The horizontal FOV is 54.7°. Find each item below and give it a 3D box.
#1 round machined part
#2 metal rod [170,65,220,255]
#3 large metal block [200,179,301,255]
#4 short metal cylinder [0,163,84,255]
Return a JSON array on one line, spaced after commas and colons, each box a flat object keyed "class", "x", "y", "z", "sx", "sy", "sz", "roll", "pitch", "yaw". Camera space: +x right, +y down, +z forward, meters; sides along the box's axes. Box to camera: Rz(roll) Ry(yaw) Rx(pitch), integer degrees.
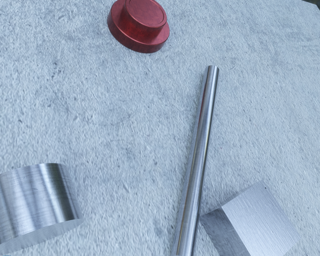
[{"class": "round machined part", "x": -0.029, "y": -0.168, "z": 0.481, "sx": 0.099, "sy": 0.042, "sz": 0.098, "roll": 14, "pitch": 56, "yaw": -21}, {"class": "metal rod", "x": 0.055, "y": 0.023, "z": 0.420, "sx": 0.025, "sy": 0.025, "sz": 0.300, "roll": 25, "pitch": 53, "yaw": -13}, {"class": "large metal block", "x": 0.107, "y": 0.121, "z": 0.374, "sx": 0.081, "sy": 0.050, "sz": 0.080, "roll": -20, "pitch": 73, "yaw": -36}, {"class": "short metal cylinder", "x": -0.112, "y": 0.070, "z": 0.266, "sx": 0.081, "sy": 0.080, "sz": 0.050, "roll": -11, "pitch": 68, "yaw": -33}]
